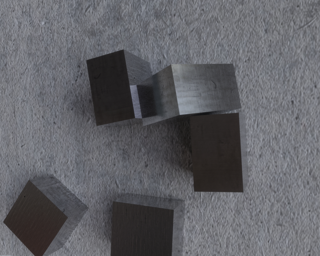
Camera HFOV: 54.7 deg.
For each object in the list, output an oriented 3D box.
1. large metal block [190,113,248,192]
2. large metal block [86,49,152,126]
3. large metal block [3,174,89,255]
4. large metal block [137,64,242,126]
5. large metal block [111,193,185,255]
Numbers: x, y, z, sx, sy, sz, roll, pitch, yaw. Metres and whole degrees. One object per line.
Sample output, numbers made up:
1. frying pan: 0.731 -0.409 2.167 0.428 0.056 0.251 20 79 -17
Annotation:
1. large metal block: 0.071 0.025 0.355 0.050 0.080 0.080 -3 89 20
2. large metal block: -0.044 -0.046 0.395 0.050 0.080 0.080 -11 86 20
3. large metal block: -0.167 0.128 0.455 0.080 0.050 0.080 38 102 16
4. large metal block: 0.030 -0.036 0.351 0.080 0.081 0.050 -15 83 60
5. large metal block: -0.015 0.134 0.401 0.080 0.050 0.079 3 91 20
